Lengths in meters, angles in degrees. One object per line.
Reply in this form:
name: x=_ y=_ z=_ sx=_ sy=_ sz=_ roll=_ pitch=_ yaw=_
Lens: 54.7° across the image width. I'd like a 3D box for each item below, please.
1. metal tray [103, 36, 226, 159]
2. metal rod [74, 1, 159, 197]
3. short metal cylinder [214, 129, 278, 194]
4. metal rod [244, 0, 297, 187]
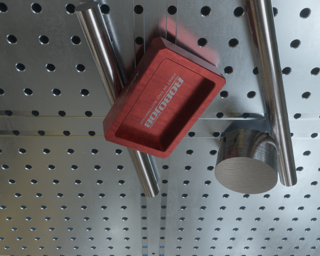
metal tray: x=0.002 y=-0.029 z=0.363 sx=0.091 sy=0.030 sz=0.129 roll=21 pitch=119 yaw=-28
metal rod: x=-0.043 y=-0.010 z=0.402 sx=0.025 sy=0.025 sz=0.298 roll=-9 pitch=130 yaw=7
short metal cylinder: x=0.119 y=0.047 z=0.423 sx=0.080 sy=0.050 sz=0.080 roll=11 pitch=138 yaw=11
metal rod: x=0.148 y=-0.024 z=0.393 sx=0.025 sy=0.025 sz=0.299 roll=-17 pitch=129 yaw=13
